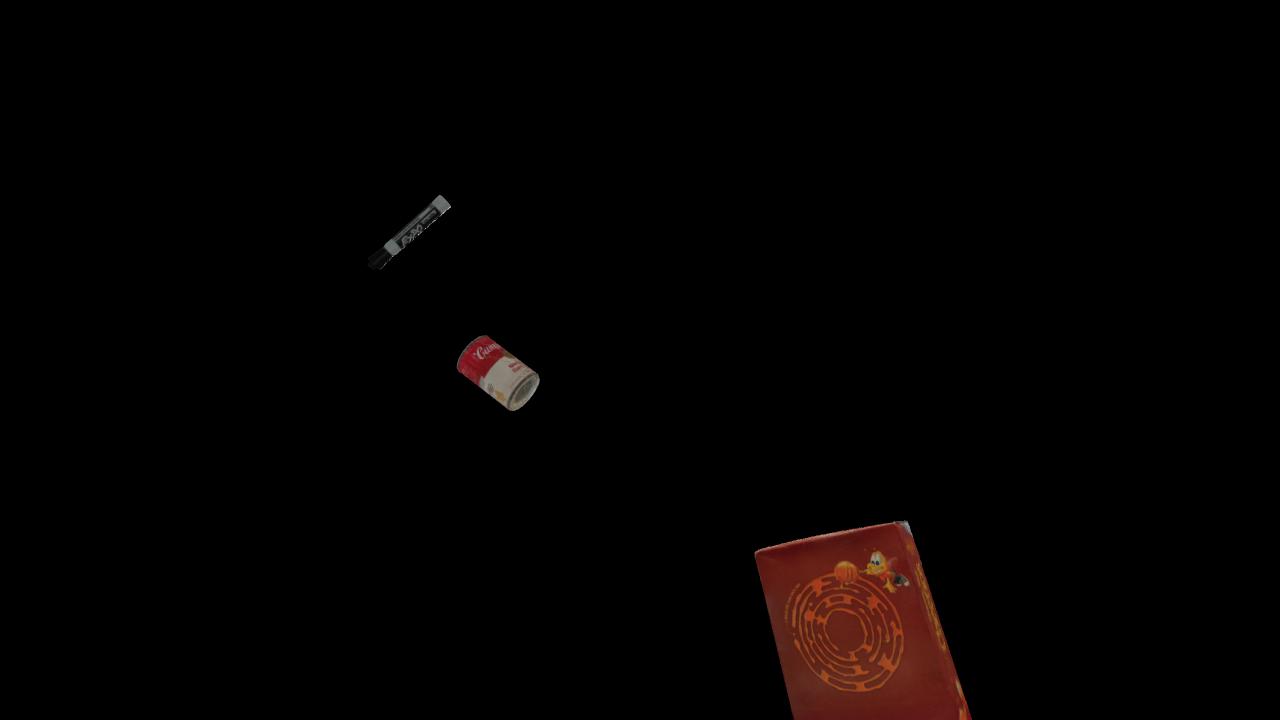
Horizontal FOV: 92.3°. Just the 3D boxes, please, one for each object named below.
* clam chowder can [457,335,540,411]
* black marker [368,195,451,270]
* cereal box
[{"bbox_3d":[-0.205,0.020,0.895,0.102,0.068,0.068,36,9,13],"label":"clam chowder can"},{"bbox_3d":[-0.279,-0.152,0.742,0.020,0.121,0.020,43,-9,8],"label":"black marker"},{"bbox_3d":[0.283,0.376,0.784,0.203,0.306,0.081,-24,-25,29],"label":"cereal box"}]
